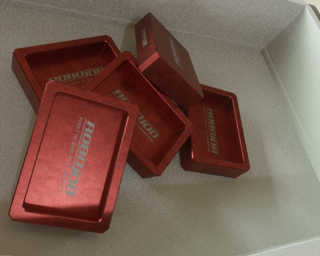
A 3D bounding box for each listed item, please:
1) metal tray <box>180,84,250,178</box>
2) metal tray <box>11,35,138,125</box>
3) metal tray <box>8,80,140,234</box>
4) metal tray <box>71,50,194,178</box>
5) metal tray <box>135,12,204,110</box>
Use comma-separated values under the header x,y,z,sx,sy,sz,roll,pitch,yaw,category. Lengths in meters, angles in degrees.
x,y,z,sx,sy,sz,roll,pitch,yaw,category
0.073,0.001,0.441,0.091,0.030,0.130,12,57,-22,metal tray
-0.101,-0.065,0.386,0.131,0.030,0.090,-23,74,-36,metal tray
-0.081,0.029,0.303,0.091,0.030,0.129,16,84,-19,metal tray
-0.028,-0.015,0.368,0.130,0.030,0.090,48,56,-14,metal tray
0.010,-0.093,0.420,0.090,0.030,0.130,38,27,-32,metal tray
